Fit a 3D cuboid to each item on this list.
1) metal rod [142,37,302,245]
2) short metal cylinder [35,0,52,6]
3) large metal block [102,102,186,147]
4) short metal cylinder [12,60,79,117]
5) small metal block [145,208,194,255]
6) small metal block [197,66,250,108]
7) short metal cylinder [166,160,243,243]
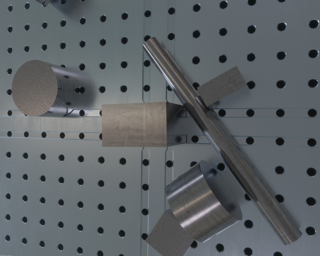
[{"bbox_3d":[0.070,0.007,0.387,0.025,0.025,0.299,-38,78,16],"label":"metal rod"},{"bbox_3d":[-0.180,-0.225,0.447,0.050,0.080,0.080,-45,76,15],"label":"short metal cylinder"},{"bbox_3d":[-0.017,-0.004,0.389,0.080,0.080,0.050,-1,90,20],"label":"large metal block"},{"bbox_3d":[-0.169,-0.056,0.459,0.080,0.050,0.080,0,90,20],"label":"short metal cylinder"},{"bbox_3d":[0.017,0.141,0.406,0.050,0.025,0.050,35,101,16],"label":"small metal block"},{"bbox_3d":[0.078,-0.047,0.372,0.050,0.050,0.025,-28,81,18],"label":"small metal block"},{"bbox_3d":[0.052,0.085,0.365,0.050,0.080,0.080,-38,78,16],"label":"short metal cylinder"}]
